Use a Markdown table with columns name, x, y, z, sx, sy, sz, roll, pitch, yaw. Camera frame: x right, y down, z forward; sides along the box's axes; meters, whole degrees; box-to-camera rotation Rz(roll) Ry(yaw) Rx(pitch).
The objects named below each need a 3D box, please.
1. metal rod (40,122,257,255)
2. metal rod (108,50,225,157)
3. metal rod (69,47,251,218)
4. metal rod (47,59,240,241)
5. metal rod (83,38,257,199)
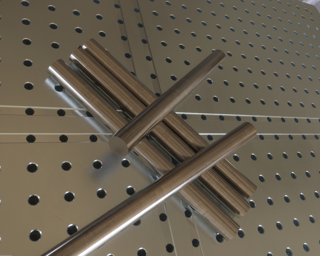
| name | x | y | z | sx | sy | sz | roll | pitch | yaw |
| --- | --- | --- | --- | --- | --- | --- | --- | --- | --- |
| metal rod | 0.005 | 0.067 | 0.345 | 0.302 | 0.025 | 0.025 | -29 | 78 | -29 |
| metal rod | 0.030 | -0.053 | 0.432 | 0.025 | 0.025 | 0.302 | 44 | 43 | 1 |
| metal rod | -0.001 | 0.005 | 0.405 | 0.300 | 0.025 | 0.025 | 43 | 51 | 1 |
| metal rod | -0.021 | 0.026 | 0.382 | 0.300 | 0.025 | 0.025 | 43 | 51 | 1 |
| metal rod | 0.012 | -0.012 | 0.424 | 0.300 | 0.025 | 0.025 | 42 | 51 | 0 |
